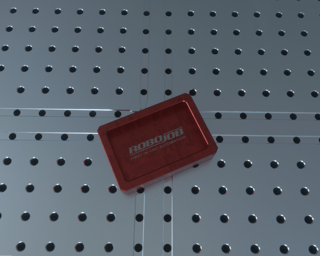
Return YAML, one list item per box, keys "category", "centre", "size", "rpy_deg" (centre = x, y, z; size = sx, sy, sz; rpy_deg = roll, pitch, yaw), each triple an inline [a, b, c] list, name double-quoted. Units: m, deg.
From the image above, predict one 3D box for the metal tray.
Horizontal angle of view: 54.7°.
- category: "metal tray"
  centre: [-0.004, 0.019, 0.402]
  size: [0.131, 0.030, 0.090]
  rpy_deg: [-22, 72, -8]
